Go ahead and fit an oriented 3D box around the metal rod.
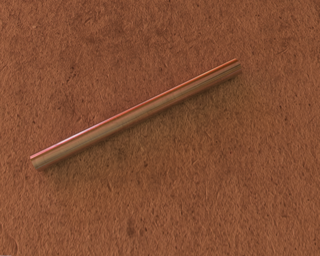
[{"bbox_3d":[-0.024,-0.022,0.415,0.301,0.025,0.025,-27,72,-10],"label":"metal rod"}]
